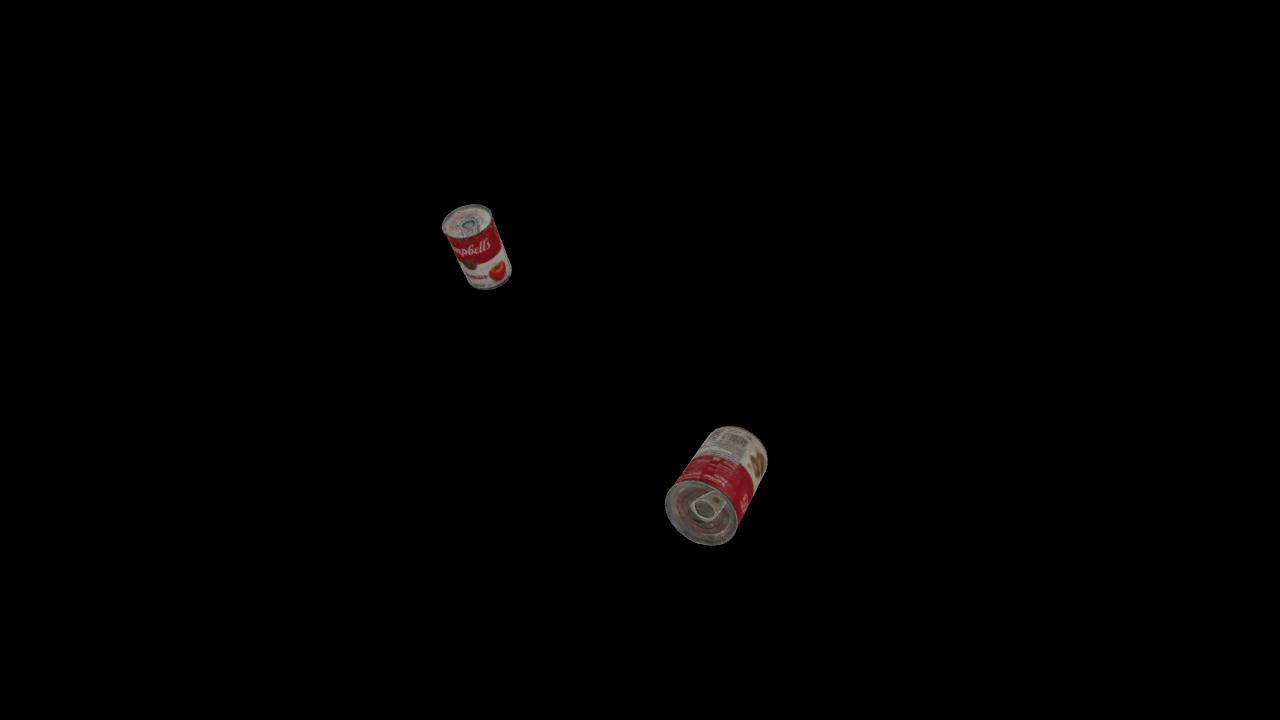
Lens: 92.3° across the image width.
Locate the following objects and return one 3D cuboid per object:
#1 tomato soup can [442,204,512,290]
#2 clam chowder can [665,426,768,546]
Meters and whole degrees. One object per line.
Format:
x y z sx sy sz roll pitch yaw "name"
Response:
-0.222 -0.153 0.846 0.068 0.068 0.101 0 -36 7 "tomato soup can"
0.074 0.113 0.572 0.068 0.068 0.102 0 24 28 "clam chowder can"
